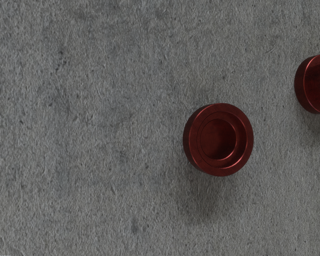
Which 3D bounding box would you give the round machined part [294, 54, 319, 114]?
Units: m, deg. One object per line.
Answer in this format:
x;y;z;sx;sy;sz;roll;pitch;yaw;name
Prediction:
0.271;-0.072;0.499;0.099;0.042;0.097;0;90;-20;round machined part

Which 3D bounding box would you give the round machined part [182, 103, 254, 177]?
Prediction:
0.076;0.015;0.428;0.099;0.042;0.097;0;90;-20;round machined part
